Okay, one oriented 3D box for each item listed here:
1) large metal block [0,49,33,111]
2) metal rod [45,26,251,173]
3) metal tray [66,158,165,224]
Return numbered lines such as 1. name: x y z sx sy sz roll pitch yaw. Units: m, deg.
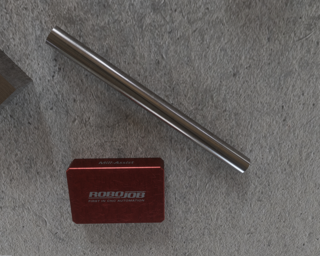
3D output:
1. large metal block: -0.220 -0.056 0.373 0.080 0.050 0.080 -39 106 13
2. metal rod: -0.006 -0.029 0.398 0.301 0.025 0.025 34 106 -12
3. metal tray: -0.059 0.089 0.439 0.131 0.030 0.089 -1 110 -1
